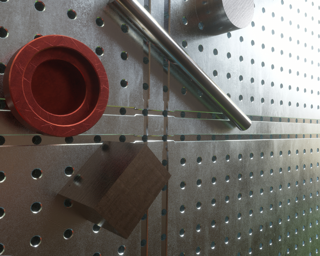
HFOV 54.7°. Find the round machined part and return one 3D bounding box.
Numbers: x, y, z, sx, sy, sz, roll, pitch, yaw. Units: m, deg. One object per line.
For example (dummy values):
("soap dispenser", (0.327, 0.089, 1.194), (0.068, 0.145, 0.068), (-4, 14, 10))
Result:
("round machined part", (-0.105, -0.040, 0.312), (0.099, 0.042, 0.097), (0, 90, -40))

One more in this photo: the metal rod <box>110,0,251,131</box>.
("metal rod", (0.048, -0.082, 0.451), (0.301, 0.025, 0.025), (38, 67, -34))

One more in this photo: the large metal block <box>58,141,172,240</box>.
("large metal block", (-0.049, 0.061, 0.334), (0.080, 0.080, 0.050), (-52, 121, -28))

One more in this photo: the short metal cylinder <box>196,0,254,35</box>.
("short metal cylinder", (0.101, -0.189, 0.480), (0.081, 0.050, 0.079), (0, 90, -40))
